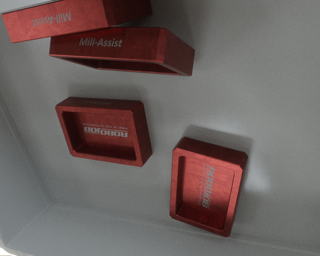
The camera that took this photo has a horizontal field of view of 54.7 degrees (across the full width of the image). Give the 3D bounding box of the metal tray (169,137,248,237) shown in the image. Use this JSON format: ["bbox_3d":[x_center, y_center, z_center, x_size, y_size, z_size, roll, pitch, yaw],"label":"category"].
[{"bbox_3d":[0.062,0.082,0.422,0.090,0.030,0.129,14,124,19],"label":"metal tray"}]

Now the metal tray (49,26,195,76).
[{"bbox_3d":[-0.038,-0.081,0.333,0.130,0.090,0.030,9,94,23],"label":"metal tray"}]

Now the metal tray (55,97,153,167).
[{"bbox_3d":[-0.081,0.004,0.448,0.130,0.030,0.089,5,121,25],"label":"metal tray"}]

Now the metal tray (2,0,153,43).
[{"bbox_3d":[-0.085,-0.121,0.330,0.130,0.090,0.030,0,115,25],"label":"metal tray"}]
